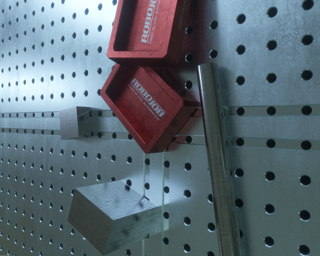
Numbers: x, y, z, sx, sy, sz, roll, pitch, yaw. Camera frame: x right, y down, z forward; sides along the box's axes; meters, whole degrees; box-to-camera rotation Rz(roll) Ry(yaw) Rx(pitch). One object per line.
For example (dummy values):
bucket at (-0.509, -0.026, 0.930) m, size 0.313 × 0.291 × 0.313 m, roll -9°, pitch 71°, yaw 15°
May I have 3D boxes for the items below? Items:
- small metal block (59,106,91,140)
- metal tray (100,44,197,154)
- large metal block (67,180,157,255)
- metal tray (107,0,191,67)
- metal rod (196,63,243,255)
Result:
small metal block at (-0.144, -0.008, 0.525) m, size 0.050 × 0.025 × 0.050 m, roll -10°, pitch 84°, yaw 39°
metal tray at (-0.021, -0.040, 0.421) m, size 0.130 × 0.030 × 0.089 m, roll 50°, pitch 119°, yaw 28°
large metal block at (-0.065, 0.117, 0.425) m, size 0.080 × 0.081 × 0.050 m, roll 26°, pitch 107°, yaw 36°
metal tray at (-0.011, -0.144, 0.389) m, size 0.090 × 0.030 × 0.129 m, roll 8°, pitch 84°, yaw 31°
metal rod at (0.071, 0.075, 0.348) m, size 0.025 × 0.025 × 0.298 m, roll -11°, pitch 83°, yaw 39°
